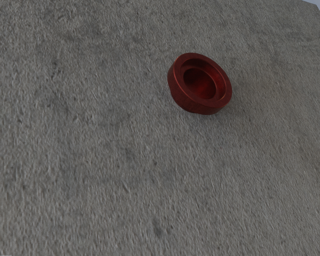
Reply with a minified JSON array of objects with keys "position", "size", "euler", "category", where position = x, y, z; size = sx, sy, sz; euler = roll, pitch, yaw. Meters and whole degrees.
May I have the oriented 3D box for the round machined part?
[{"position":[0.055,-0.061,0.461],"size":[0.099,0.042,0.098],"euler":[14,56,-21],"category":"round machined part"}]
